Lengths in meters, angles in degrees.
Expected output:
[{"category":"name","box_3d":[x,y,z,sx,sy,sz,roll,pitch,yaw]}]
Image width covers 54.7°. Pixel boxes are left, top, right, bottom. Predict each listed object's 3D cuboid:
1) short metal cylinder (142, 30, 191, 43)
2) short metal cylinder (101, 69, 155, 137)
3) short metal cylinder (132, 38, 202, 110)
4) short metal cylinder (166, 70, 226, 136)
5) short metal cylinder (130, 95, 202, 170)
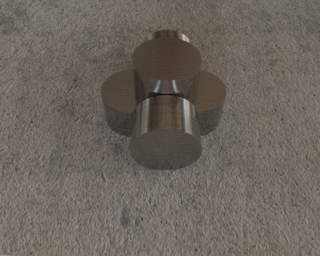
[{"category":"short metal cylinder","box_3d":[0.010,-0.093,0.448,0.081,0.080,0.050,0,50,-1]},{"category":"short metal cylinder","box_3d":[-0.035,-0.034,0.416,0.081,0.050,0.080,0,50,0]},{"category":"short metal cylinder","box_3d":[0.008,-0.066,0.378,0.081,0.050,0.080,0,50,0]},{"category":"short metal cylinder","box_3d":[0.045,-0.034,0.418,0.081,0.050,0.080,0,50,0]},{"category":"short metal cylinder","box_3d":[0.007,0.007,0.363,0.081,0.080,0.050,0,50,0]}]
